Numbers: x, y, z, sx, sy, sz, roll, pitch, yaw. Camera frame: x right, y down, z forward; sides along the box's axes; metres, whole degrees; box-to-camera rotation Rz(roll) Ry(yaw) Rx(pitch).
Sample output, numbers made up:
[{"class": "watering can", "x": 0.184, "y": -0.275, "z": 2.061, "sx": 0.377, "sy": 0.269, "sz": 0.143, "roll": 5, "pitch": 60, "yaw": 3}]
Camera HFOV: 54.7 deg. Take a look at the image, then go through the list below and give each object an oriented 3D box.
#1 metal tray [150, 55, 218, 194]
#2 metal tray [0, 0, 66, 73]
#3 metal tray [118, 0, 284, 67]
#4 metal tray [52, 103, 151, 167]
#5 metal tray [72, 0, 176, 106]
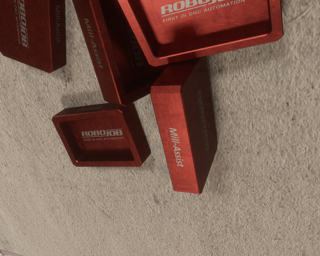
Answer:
[{"class": "metal tray", "x": 0.032, "y": -0.005, "z": 0.336, "sx": 0.030, "sy": 0.090, "sz": 0.129, "roll": 2, "pitch": 124, "yaw": 24}, {"class": "metal tray", "x": -0.169, "y": -0.146, "z": 0.400, "sx": 0.090, "sy": 0.030, "sz": 0.129, "roll": 21, "pitch": 127, "yaw": 15}, {"class": "metal tray", "x": 0.037, "y": -0.109, "z": 0.278, "sx": 0.130, "sy": 0.030, "sz": 0.090, "roll": -8, "pitch": 139, "yaw": 19}, {"class": "metal tray", "x": -0.087, "y": 0.012, "z": 0.454, "sx": 0.130, "sy": 0.030, "sz": 0.089, "roll": -4, "pitch": 117, "yaw": 29}, {"class": "metal tray", "x": -0.030, "y": -0.098, "z": 0.315, "sx": 0.030, "sy": 0.091, "sz": 0.129, "roll": 15, "pitch": 127, "yaw": 46}]
